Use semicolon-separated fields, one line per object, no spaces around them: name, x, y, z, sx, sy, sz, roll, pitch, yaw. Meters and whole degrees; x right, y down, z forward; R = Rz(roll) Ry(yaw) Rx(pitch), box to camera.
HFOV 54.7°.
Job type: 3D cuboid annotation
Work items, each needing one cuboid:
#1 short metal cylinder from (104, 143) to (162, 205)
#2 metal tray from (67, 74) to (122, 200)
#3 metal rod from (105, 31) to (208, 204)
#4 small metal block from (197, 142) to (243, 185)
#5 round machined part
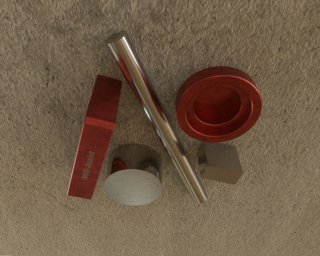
short metal cylinder;-0.037;0.068;0.449;0.081;0.050;0.079;0;130;0
metal tray;-0.080;0.013;0.376;0.030;0.090;0.129;14;129;-12
metal rod;0.010;0.009;0.417;0.025;0.025;0.299;-18;128;14
small metal block;0.082;0.047;0.430;0.050;0.050;0.025;13;129;-11
round machined part;0.067;-0.032;0.371;0.099;0.042;0.097;-1;130;0
